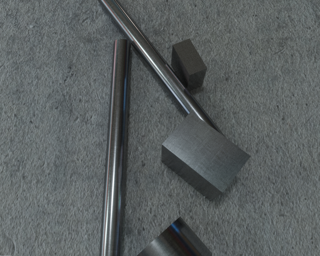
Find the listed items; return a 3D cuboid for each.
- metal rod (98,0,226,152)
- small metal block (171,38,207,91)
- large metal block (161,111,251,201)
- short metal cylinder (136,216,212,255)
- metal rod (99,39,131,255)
[{"bbox_3d":[-0.004,-0.091,0.441,0.025,0.025,0.299,-32,74,-11],"label":"metal rod"},{"bbox_3d":[0.038,-0.085,0.426,0.025,0.050,0.050,-24,72,-9],"label":"small metal block"},{"bbox_3d":[0.049,0.037,0.366,0.080,0.080,0.050,38,75,12],"label":"large metal block"},{"bbox_3d":[0.008,0.140,0.328,0.080,0.080,0.050,-39,75,-13],"label":"short metal cylinder"},{"bbox_3d":[-0.056,0.018,0.400,0.025,0.025,0.299,0,70,0],"label":"metal rod"}]
